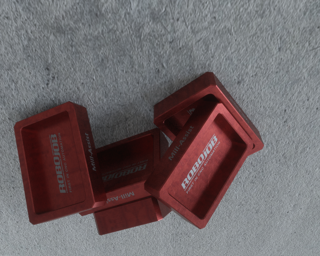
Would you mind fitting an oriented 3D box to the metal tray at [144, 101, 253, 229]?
[{"bbox_3d":[0.051,0.043,0.373,0.090,0.030,0.130,45,72,-31],"label":"metal tray"}]

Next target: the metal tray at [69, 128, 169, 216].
[{"bbox_3d":[-0.053,0.057,0.414,0.130,0.090,0.030,-19,128,15],"label":"metal tray"}]

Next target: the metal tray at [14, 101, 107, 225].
[{"bbox_3d":[-0.124,0.043,0.381,0.090,0.129,0.030,-19,166,15],"label":"metal tray"}]

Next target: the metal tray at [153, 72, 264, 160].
[{"bbox_3d":[0.065,-0.001,0.406,0.090,0.030,0.130,-31,124,23],"label":"metal tray"}]

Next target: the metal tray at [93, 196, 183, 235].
[{"bbox_3d":[-0.024,0.112,0.447,0.090,0.030,0.130,-19,173,15],"label":"metal tray"}]
